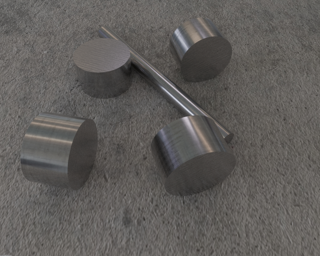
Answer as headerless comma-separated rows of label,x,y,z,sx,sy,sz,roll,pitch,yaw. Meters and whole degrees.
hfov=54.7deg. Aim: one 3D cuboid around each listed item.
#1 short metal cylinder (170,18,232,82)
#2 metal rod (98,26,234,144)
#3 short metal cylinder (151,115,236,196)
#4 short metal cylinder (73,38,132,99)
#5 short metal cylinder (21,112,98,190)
short metal cylinder,0.060,-0.116,0.466,0.081,0.080,0.050,-14,52,-11
metal rod,-0.006,-0.076,0.466,0.025,0.025,0.300,-30,56,-23
short metal cylinder,0.035,0.032,0.341,0.081,0.080,0.050,-14,52,-12
short metal cylinder,-0.083,-0.089,0.461,0.081,0.050,0.080,0,50,0
short metal cylinder,-0.108,0.025,0.346,0.050,0.080,0.080,9,51,8
